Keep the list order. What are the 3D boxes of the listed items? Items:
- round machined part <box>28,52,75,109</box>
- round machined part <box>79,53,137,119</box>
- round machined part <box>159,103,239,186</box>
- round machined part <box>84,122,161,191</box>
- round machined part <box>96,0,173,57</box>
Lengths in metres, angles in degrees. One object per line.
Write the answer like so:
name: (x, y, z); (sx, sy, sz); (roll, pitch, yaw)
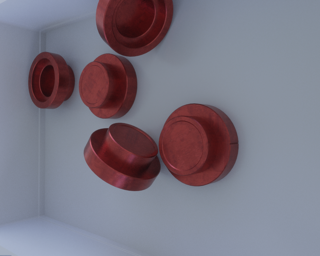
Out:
round machined part: (-0.188, -0.082, 0.548); (0.098, 0.042, 0.097); (0, 90, 39)
round machined part: (-0.084, -0.063, 0.462); (0.098, 0.042, 0.097); (0, 90, 39)
round machined part: (0.038, 0.020, 0.363); (0.098, 0.042, 0.097); (0, 90, 39)
round machined part: (-0.042, 0.030, 0.392); (0.098, 0.099, 0.042); (46, 117, 30)
round machined part: (-0.035, -0.143, 0.387); (0.042, 0.099, 0.097); (46, 118, 36)
